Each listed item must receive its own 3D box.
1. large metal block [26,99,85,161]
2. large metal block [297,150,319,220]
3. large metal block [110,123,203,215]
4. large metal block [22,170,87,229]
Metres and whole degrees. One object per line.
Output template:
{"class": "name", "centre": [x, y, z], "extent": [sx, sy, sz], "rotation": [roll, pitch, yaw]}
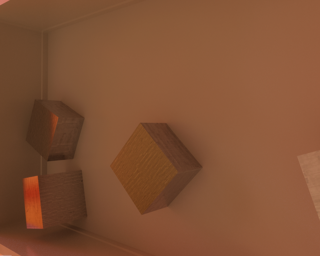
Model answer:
{"class": "large metal block", "centre": [-0.186, 0.003, 0.544], "extent": [0.080, 0.050, 0.079], "rotation": [31, 109, 35]}
{"class": "large metal block", "centre": [0.157, 0.051, 0.241], "extent": [0.050, 0.081, 0.080], "rotation": [-24, 75, 37]}
{"class": "large metal block", "centre": [-0.007, 0.050, 0.397], "extent": [0.080, 0.050, 0.080], "rotation": [51, 120, 27]}
{"class": "large metal block", "centre": [-0.174, 0.117, 0.515], "extent": [0.050, 0.081, 0.080], "rotation": [-15, 81, 39]}
